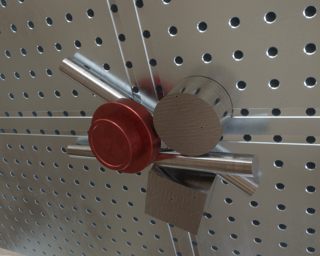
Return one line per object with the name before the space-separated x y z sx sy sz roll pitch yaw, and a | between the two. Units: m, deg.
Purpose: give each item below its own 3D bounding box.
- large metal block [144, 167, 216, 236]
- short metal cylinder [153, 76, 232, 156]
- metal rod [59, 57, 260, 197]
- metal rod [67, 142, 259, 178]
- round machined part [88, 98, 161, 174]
large metal block | 0.028 0.090 0.432 0.080 0.050 0.079 18 126 17
short metal cylinder | 0.039 -0.014 0.363 0.080 0.050 0.079 13 124 20
metal rod | -0.005 -0.005 0.410 0.301 0.025 0.025 33 129 5
metal rod | -0.020 0.038 0.420 0.300 0.025 0.025 1 119 35
round machined part | -0.051 0.015 0.391 0.098 0.042 0.097 14 117 29
